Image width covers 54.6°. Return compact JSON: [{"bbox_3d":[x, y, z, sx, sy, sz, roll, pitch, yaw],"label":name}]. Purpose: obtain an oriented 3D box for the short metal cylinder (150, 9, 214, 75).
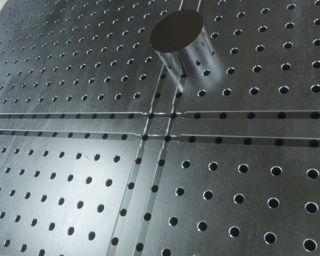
[{"bbox_3d":[0.033,-0.124,0.452,0.080,0.050,0.080,-13,56,21],"label":"short metal cylinder"}]
